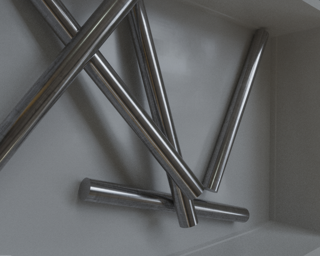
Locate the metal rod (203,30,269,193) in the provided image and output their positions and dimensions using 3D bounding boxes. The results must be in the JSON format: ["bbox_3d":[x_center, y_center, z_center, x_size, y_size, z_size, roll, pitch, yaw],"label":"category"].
[{"bbox_3d":[0.130,-0.038,0.514,0.025,0.025,0.300,35,68,-35],"label":"metal rod"}]

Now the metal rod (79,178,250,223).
[{"bbox_3d":[0.029,0.107,0.430,0.302,0.025,0.025,20,78,-38],"label":"metal rod"}]

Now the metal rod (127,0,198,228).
[{"bbox_3d":[0.001,-0.020,0.388,0.025,0.025,0.298,-18,96,-39],"label":"metal rod"}]

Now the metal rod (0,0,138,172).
[{"bbox_3d":[-0.089,-0.054,0.289,0.025,0.025,0.300,42,77,-32],"label":"metal rod"}]

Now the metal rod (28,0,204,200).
[{"bbox_3d":[-0.045,-0.036,0.336,0.025,0.025,0.300,-47,108,-30],"label":"metal rod"}]
